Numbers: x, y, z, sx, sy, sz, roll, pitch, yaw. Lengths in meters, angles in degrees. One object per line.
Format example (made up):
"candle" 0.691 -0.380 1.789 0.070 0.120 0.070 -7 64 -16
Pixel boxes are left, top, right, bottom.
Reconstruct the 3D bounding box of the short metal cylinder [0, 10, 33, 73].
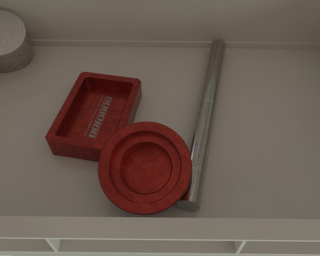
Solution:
"short metal cylinder" -0.245 -0.133 0.480 0.081 0.050 0.080 3 71 -9

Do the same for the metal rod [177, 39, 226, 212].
"metal rod" 0.065 -0.027 0.428 0.025 0.025 0.300 10 51 8

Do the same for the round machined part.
"round machined part" -0.014 0.045 0.341 0.099 0.042 0.098 -1 73 5

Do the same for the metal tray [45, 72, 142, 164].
"metal tray" -0.082 -0.018 0.416 0.090 0.030 0.130 9 50 6
